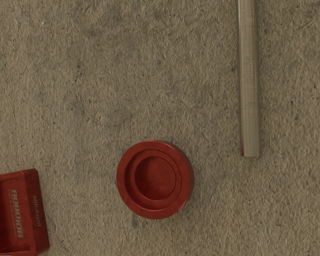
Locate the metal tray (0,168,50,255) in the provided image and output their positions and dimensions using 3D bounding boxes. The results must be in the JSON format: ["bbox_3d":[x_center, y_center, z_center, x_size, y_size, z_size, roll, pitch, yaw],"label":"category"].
[{"bbox_3d":[-0.229,0.135,0.486,0.090,0.030,0.129,-12,86,19],"label":"metal tray"}]

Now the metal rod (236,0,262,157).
[{"bbox_3d":[0.105,-0.116,0.371,0.025,0.025,0.298,-2,89,20],"label":"metal rod"}]

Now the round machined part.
[{"bbox_3d":[-0.003,0.064,0.401,0.098,0.042,0.097,0,90,20],"label":"round machined part"}]
